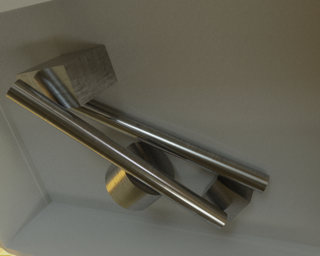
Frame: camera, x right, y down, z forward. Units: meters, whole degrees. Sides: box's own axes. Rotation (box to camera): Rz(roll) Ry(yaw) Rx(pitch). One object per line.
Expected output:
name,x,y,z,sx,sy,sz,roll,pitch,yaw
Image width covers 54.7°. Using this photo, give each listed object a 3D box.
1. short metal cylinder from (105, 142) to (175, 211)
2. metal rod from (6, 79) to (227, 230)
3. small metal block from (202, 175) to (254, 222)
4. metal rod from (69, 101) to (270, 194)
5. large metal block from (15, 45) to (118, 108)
short metal cylinder,-0.027,0.066,0.424,0.080,0.080,0.050,42,129,-2
metal rod,-0.042,0.038,0.376,0.301,0.025,0.025,34,130,-11
small metal block,0.088,0.091,0.416,0.050,0.025,0.050,33,129,6
metal rod,-0.005,0.014,0.417,0.301,0.025,0.025,23,127,14
large metal block,-0.115,-0.063,0.392,0.080,0.080,0.050,-4,117,29
